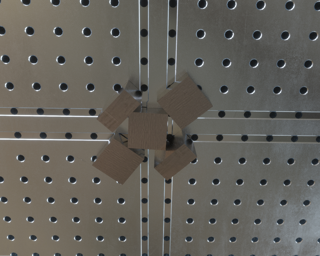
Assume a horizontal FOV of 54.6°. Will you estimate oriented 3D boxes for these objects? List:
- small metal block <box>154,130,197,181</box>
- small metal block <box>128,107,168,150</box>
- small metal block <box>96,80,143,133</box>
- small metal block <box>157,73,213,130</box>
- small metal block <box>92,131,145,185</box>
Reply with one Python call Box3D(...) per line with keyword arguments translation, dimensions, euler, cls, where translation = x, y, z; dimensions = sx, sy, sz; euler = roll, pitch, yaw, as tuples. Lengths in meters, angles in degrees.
Box3D(translation=(0.020, 0.035, 0.413), dimensions=(0.050, 0.050, 0.025), euler=(-40, 105, 13), cls="small metal block")
Box3D(translation=(-0.016, 0.000, 0.413), dimensions=(0.050, 0.025, 0.050), euler=(4, 109, 0), cls="small metal block")
Box3D(translation=(-0.049, -0.028, 0.389), dimensions=(0.025, 0.050, 0.050), euler=(42, 105, -15), cls="small metal block")
Box3D(translation=(0.032, -0.035, 0.401), dimensions=(0.050, 0.025, 0.050), euler=(-38, 106, 13), cls="small metal block")
Box3D(translation=(-0.056, 0.042, 0.428), dimensions=(0.050, 0.025, 0.050), euler=(36, 106, -13), cls="small metal block")
